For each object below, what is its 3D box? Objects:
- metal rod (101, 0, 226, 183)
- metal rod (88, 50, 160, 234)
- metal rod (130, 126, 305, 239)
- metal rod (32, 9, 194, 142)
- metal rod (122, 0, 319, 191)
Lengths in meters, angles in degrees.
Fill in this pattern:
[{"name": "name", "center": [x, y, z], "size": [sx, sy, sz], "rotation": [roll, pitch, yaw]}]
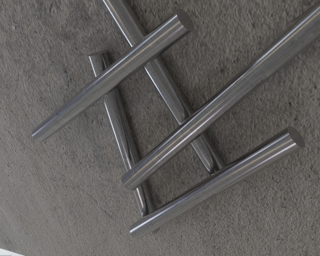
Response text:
[{"name": "metal rod", "center": [0.005, -0.054, 0.370], "size": [0.025, 0.025, 0.299], "rotation": [-22, 107, 36]}, {"name": "metal rod", "center": [-0.045, 0.037, 0.453], "size": [0.025, 0.025, 0.298], "rotation": [0, 119, 28]}, {"name": "metal rod", "center": [0.049, 0.087, 0.400], "size": [0.025, 0.025, 0.299], "rotation": [45, 129, -3]}, {"name": "metal rod", "center": [-0.080, -0.047, 0.386], "size": [0.299, 0.025, 0.025], "rotation": [-28, 103, 37]}, {"name": "metal rod", "center": [0.052, -0.014, 0.343], "size": [0.025, 0.025, 0.299], "rotation": [45, 121, -3]}]
